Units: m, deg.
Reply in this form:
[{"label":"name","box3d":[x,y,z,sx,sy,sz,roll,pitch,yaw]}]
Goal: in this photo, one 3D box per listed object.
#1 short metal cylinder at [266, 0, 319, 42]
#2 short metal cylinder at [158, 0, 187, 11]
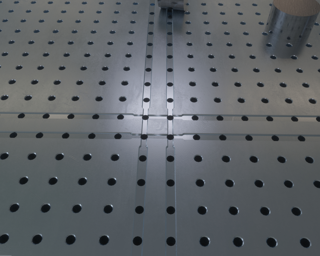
[{"label":"short metal cylinder","box3d":[0.240,-0.201,0.562,0.081,0.050,0.080,0,50,0]},{"label":"short metal cylinder","box3d":[0.028,-0.272,0.601,0.050,0.080,0.080,9,51,8]}]
